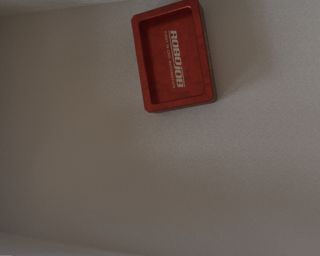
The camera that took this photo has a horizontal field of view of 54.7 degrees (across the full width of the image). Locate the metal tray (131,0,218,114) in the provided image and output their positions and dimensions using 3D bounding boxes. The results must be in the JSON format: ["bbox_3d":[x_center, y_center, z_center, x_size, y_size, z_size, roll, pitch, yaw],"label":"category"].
[{"bbox_3d":[0.018,-0.090,0.400,0.090,0.030,0.129,-10,87,19],"label":"metal tray"}]
